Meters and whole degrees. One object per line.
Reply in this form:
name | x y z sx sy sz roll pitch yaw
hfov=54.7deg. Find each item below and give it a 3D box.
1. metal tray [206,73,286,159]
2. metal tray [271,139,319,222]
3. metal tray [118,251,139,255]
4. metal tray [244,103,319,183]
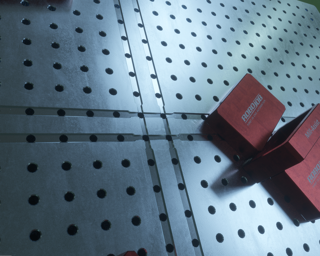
metal tray | 0.141 -0.023 0.498 0.090 0.030 0.131 44 51 2
metal tray | 0.242 0.073 0.494 0.131 0.030 0.090 -33 80 -38
metal tray | -0.043 0.188 0.269 0.090 0.030 0.131 47 51 4
metal tray | 0.189 0.022 0.457 0.131 0.090 0.030 -35 82 -39
